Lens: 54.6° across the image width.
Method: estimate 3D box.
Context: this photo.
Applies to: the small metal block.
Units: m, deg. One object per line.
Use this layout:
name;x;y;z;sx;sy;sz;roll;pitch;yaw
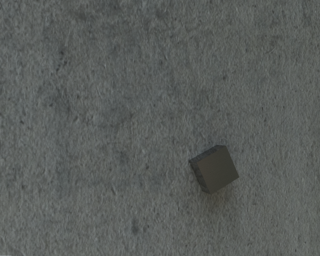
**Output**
small metal block;0.076;0.058;0.437;0.050;0.025;0.050;-27;99;-18
